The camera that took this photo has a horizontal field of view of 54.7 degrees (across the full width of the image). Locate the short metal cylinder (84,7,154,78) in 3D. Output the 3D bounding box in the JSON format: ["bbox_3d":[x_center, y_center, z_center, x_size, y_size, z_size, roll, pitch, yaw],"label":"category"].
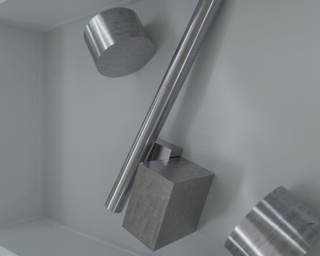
[{"bbox_3d":[-0.055,-0.112,0.414,0.080,0.081,0.050,-39,67,33],"label":"short metal cylinder"}]

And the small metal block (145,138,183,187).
[{"bbox_3d":[-0.002,0.043,0.407,0.050,0.025,0.050,22,103,37],"label":"small metal block"}]

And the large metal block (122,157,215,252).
[{"bbox_3d":[0.011,0.083,0.360,0.050,0.081,0.079,25,106,37],"label":"large metal block"}]

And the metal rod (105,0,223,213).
[{"bbox_3d":[0.003,-0.029,0.378,0.025,0.025,0.298,33,103,35],"label":"metal rod"}]

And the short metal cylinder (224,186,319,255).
[{"bbox_3d":[0.106,0.100,0.283,0.050,0.081,0.080,44,116,31],"label":"short metal cylinder"}]
